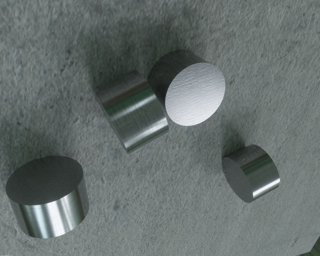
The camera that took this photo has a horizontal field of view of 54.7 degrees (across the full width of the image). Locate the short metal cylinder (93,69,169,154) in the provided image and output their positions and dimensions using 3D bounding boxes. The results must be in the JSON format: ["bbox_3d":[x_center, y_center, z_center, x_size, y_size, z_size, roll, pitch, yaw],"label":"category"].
[{"bbox_3d":[-0.033,-0.018,0.344,0.050,0.080,0.080,-29,129,-10],"label":"short metal cylinder"}]

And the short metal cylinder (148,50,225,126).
[{"bbox_3d":[0.032,-0.049,0.379,0.081,0.050,0.079,-14,125,-21],"label":"short metal cylinder"}]

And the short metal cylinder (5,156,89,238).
[{"bbox_3d":[-0.125,0.076,0.351,0.081,0.080,0.050,-15,125,-21],"label":"short metal cylinder"}]

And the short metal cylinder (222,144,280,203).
[{"bbox_3d":[0.144,0.073,0.498,0.050,0.080,0.080,-25,128,-14],"label":"short metal cylinder"}]
